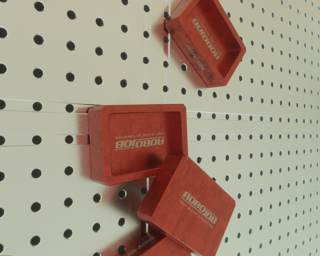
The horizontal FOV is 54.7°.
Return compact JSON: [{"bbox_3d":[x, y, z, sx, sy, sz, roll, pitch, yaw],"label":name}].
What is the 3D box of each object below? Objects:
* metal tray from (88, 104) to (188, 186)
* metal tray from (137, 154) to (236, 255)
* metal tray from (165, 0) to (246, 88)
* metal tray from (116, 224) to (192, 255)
[{"bbox_3d":[-0.022,0.016,0.389,0.131,0.030,0.089,-5,93,-40],"label":"metal tray"},{"bbox_3d":[0.040,0.104,0.402,0.130,0.030,0.090,44,63,-32],"label":"metal tray"},{"bbox_3d":[0.074,-0.136,0.470,0.130,0.030,0.090,48,61,-30],"label":"metal tray"},{"bbox_3d":[-0.014,0.191,0.396,0.131,0.030,0.089,-24,106,-38],"label":"metal tray"}]
